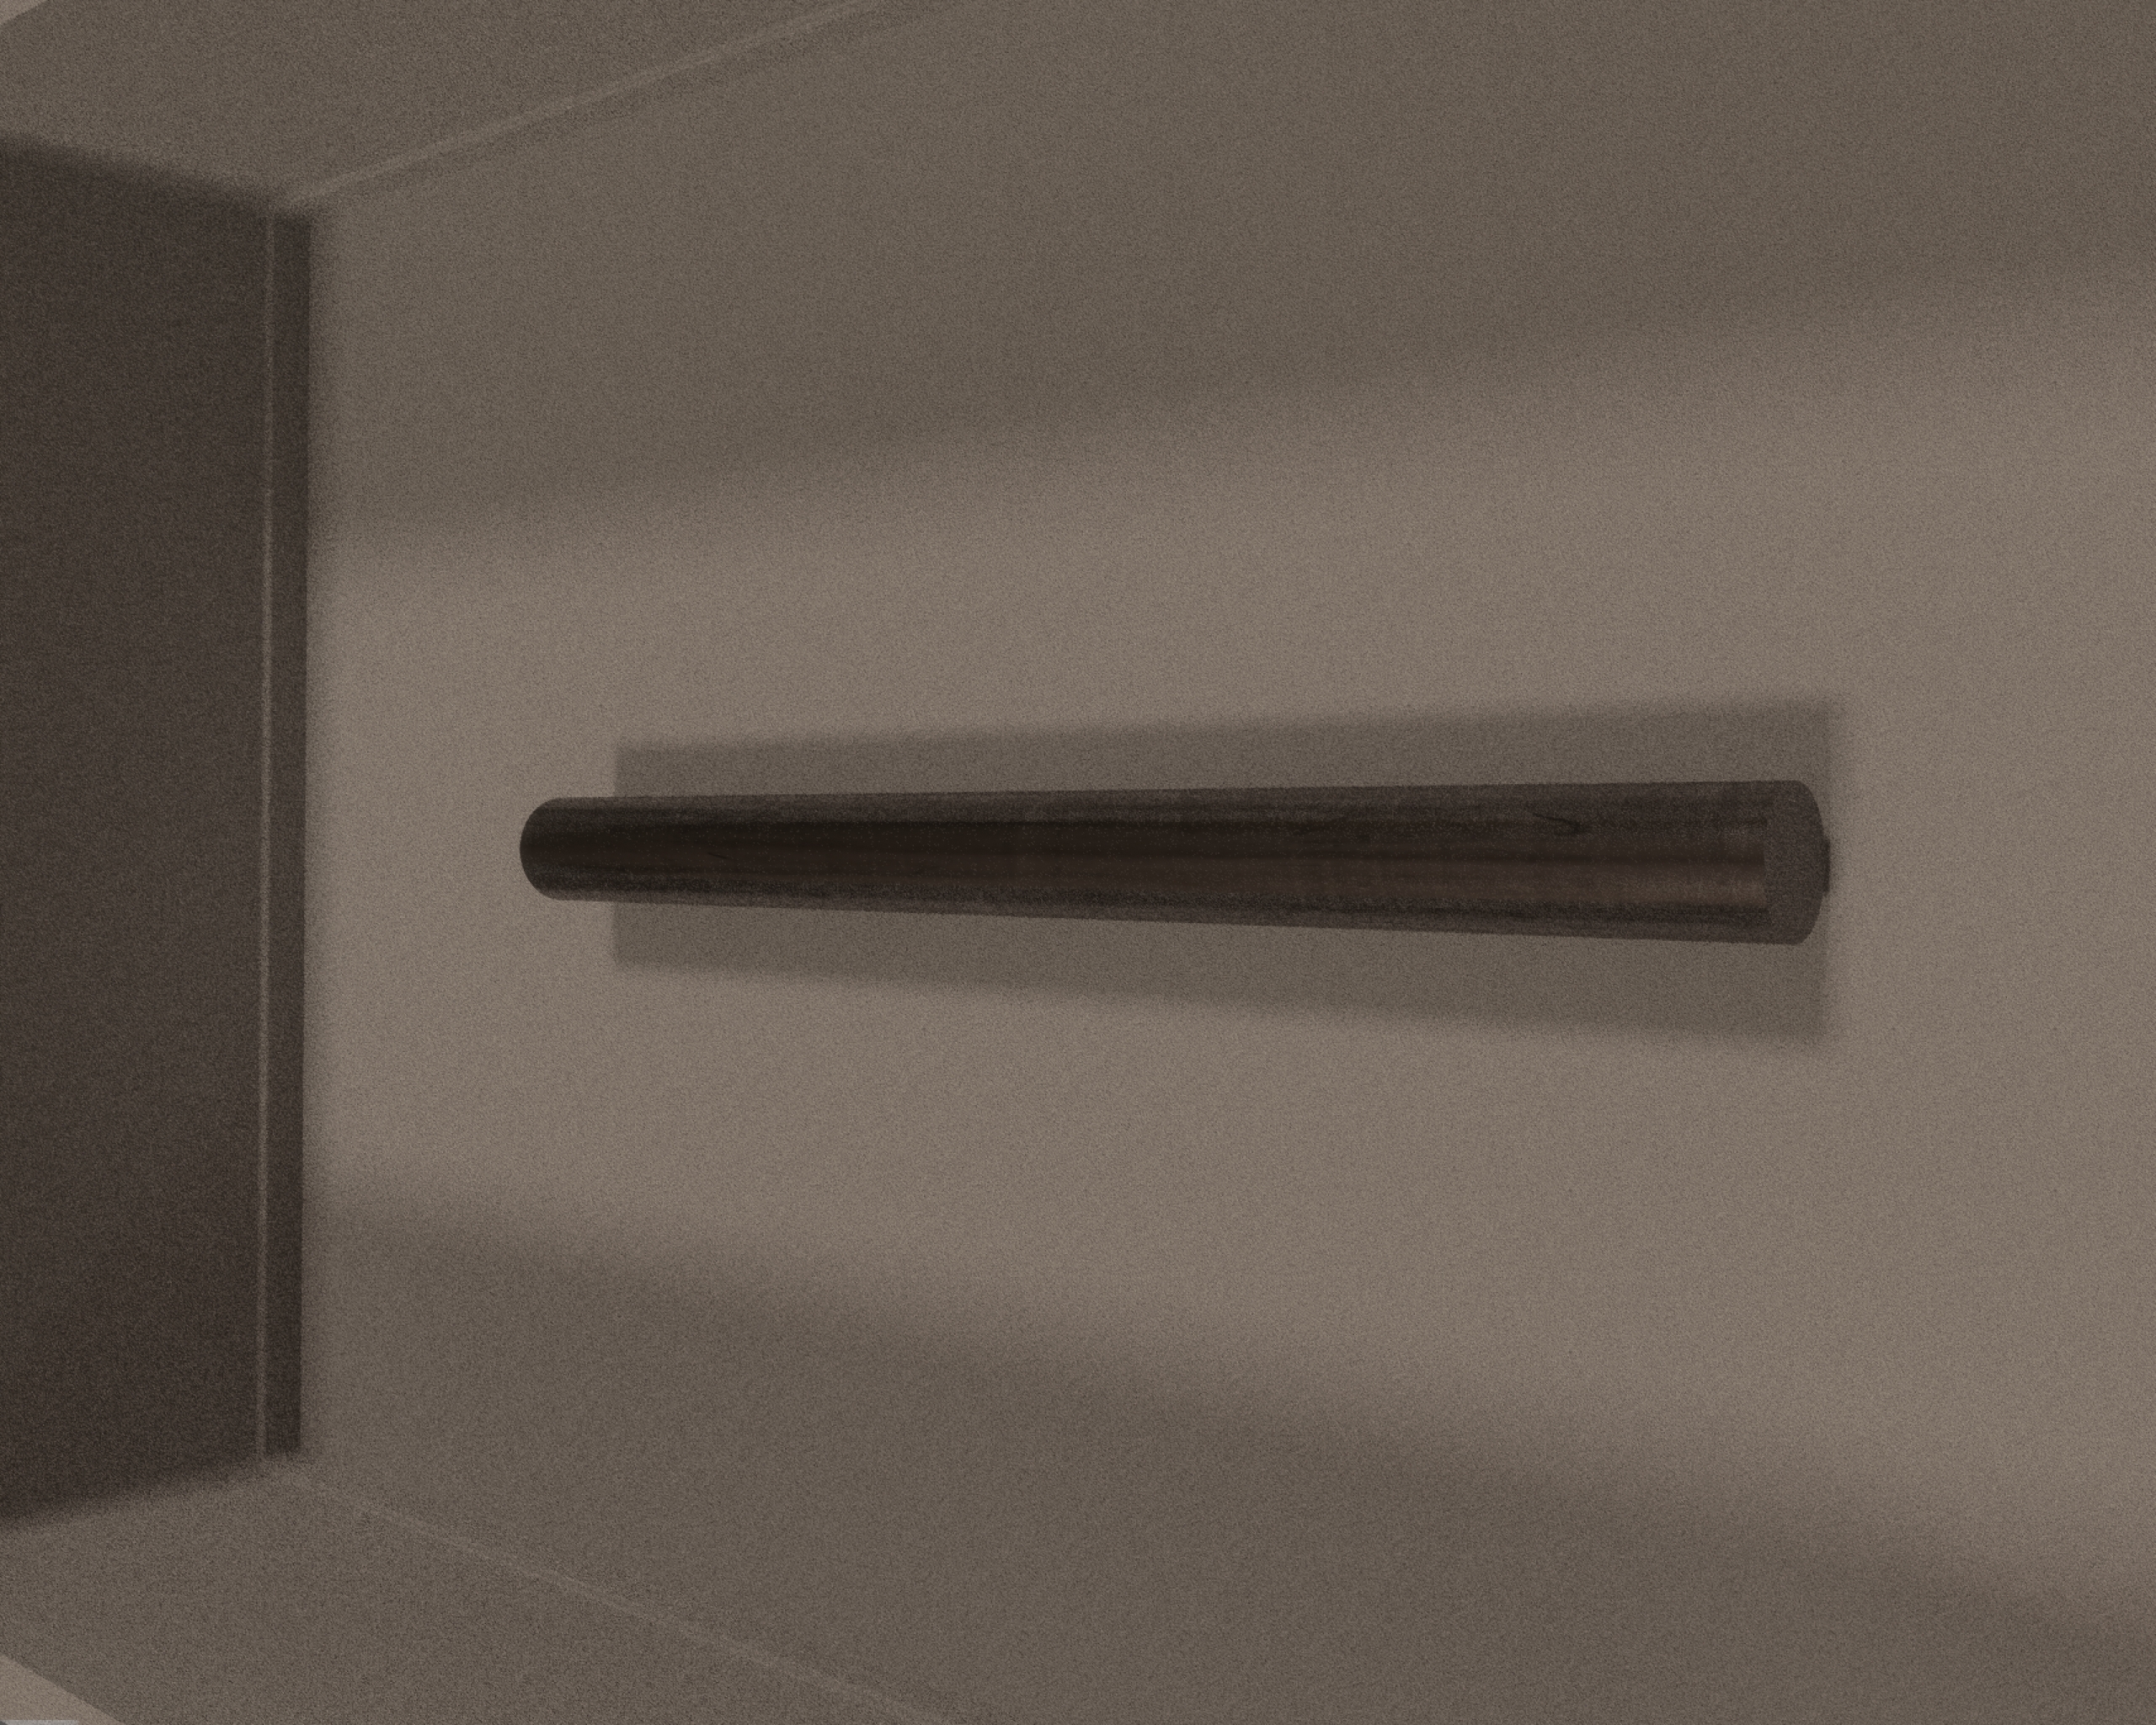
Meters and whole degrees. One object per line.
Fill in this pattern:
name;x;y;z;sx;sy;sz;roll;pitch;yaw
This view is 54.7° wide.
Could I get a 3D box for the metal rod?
metal rod;-0.008;-0.002;0.409;0.300;0.025;0.025;1;91;39
